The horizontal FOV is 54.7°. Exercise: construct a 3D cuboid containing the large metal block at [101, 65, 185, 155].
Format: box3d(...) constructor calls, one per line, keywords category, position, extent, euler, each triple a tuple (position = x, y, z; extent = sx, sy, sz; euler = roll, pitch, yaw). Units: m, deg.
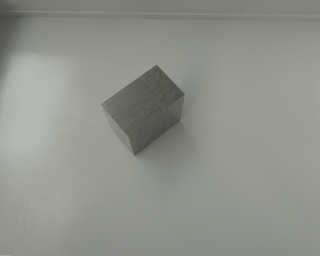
box3d(category="large metal block", position=(-0.019, -0.019, 0.384), extent=(0.080, 0.080, 0.050), euler=(-38, 75, -13))
